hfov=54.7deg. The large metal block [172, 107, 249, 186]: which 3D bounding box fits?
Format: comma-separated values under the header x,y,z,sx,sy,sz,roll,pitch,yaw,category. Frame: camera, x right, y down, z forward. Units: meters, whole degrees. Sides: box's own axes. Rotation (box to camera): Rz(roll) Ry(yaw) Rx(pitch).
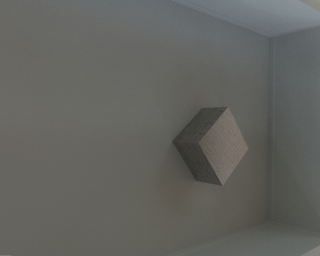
x,y,z,sx,sy,sz,roll,pitch,yaw,category
0.077,0.025,0.457,0.080,0.050,0.080,-47,118,-30,large metal block
